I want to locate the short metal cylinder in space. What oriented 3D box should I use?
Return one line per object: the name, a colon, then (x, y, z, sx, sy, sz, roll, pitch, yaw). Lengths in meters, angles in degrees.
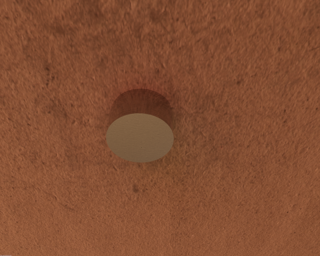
short metal cylinder: (-0.024, -0.002, 0.389, 0.081, 0.050, 0.079, 0, 130, 0)
